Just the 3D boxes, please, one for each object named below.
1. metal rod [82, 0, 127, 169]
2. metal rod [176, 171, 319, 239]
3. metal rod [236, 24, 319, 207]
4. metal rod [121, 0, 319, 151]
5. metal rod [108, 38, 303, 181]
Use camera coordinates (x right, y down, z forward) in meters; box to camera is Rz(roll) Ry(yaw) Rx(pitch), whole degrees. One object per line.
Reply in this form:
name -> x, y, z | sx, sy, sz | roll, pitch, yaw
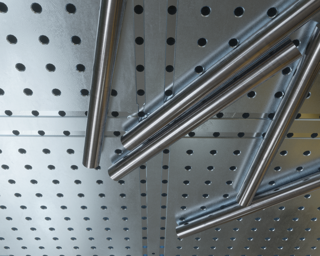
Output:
metal rod -> -0.066, -0.061, 0.358 | 0.025, 0.025, 0.298 | 10, 130, -9
metal rod -> 0.160, 0.129, 0.524 | 0.300, 0.025, 0.025 | -28, 125, 21
metal rod -> 0.158, 0.008, 0.420 | 0.025, 0.025, 0.298 | 5, 130, -5
metal rod -> 0.063, -0.059, 0.362 | 0.299, 0.025, 0.025 | -36, 122, 26
metal rod -> 0.040, -0.010, 0.404 | 0.299, 0.025, 0.025 | -36, 122, 26
